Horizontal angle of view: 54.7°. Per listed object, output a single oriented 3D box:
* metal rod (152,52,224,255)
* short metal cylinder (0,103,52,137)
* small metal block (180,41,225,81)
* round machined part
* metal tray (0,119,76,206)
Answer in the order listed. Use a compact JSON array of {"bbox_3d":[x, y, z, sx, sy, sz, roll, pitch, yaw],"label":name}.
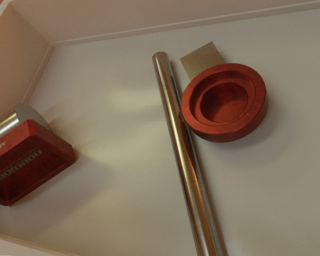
[{"bbox_3d":[0.026,0.014,0.382,0.025,0.025,0.299,-22,53,14],"label":"metal rod"},{"bbox_3d":[-0.209,0.009,0.472,0.050,0.080,0.080,-33,52,6],"label":"short metal cylinder"},{"bbox_3d":[0.061,-0.083,0.424,0.050,0.025,0.050,-27,53,11],"label":"small metal block"},{"bbox_3d":[0.078,-0.026,0.369,0.098,0.042,0.098,-13,56,20],"label":"round machined part"},{"bbox_3d":[-0.198,0.053,0.433,0.130,0.090,0.030,-34,52,6],"label":"metal tray"}]
